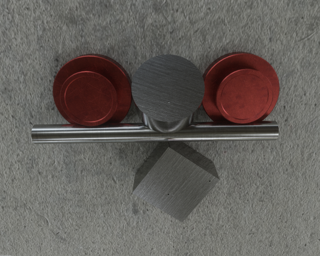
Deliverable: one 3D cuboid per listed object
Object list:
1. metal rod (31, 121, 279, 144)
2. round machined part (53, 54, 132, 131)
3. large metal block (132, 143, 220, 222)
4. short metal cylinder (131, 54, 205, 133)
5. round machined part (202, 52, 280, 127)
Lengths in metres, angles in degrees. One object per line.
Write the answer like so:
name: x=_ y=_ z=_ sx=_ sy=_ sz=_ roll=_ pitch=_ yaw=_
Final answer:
metal rod: x=-0.006 y=0.006 z=0.390 sx=0.302 sy=0.025 sz=0.025 roll=-1 pitch=110 yaw=0
round machined part: x=-0.084 y=-0.040 z=0.385 sx=0.099 sy=0.042 sz=0.097 roll=0 pitch=110 yaw=0
large metal block: x=0.020 y=0.066 z=0.420 sx=0.080 sy=0.050 sz=0.080 roll=34 pitch=107 yaw=-12
short metal cylinder: x=0.009 y=-0.038 z=0.364 sx=0.080 sy=0.050 sz=0.080 roll=0 pitch=75 yaw=0
round machined part: x=0.101 y=-0.043 z=0.387 sx=0.099 sy=0.042 sz=0.097 roll=0 pitch=110 yaw=0
